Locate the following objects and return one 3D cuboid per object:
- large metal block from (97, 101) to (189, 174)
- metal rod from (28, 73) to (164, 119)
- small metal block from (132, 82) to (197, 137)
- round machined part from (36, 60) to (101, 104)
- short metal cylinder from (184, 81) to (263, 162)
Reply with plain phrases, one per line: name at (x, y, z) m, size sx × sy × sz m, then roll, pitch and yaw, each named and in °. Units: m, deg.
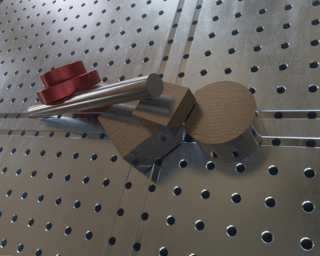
large metal block at (-0.021, -0.003, 0.401) m, size 0.080 × 0.050 × 0.080 m, roll -39°, pitch 51°, yaw 1°
metal rod at (-0.111, -0.036, 0.431) m, size 0.300 × 0.025 × 0.025 m, roll -5°, pitch 58°, yaw 45°
small metal block at (0.005, -0.024, 0.352) m, size 0.050 × 0.025 × 0.050 m, roll 20°, pitch 72°, yaw 35°
round machined part at (-0.146, -0.075, 0.483) m, size 0.098 × 0.042 × 0.098 m, roll -19°, pitch 15°, yaw 6°
short metal cylinder at (0.074, -0.007, 0.357) m, size 0.080 × 0.050 × 0.080 m, roll -13°, pitch 56°, yaw 20°
